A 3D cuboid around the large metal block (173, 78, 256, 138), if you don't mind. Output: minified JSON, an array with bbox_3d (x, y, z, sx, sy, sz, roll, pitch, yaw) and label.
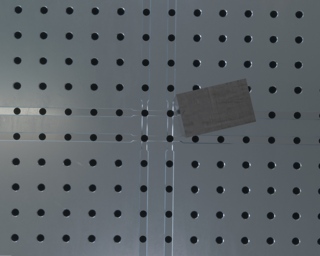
[{"bbox_3d":[0.063,-0.023,0.386,0.080,0.080,0.050,-13,90,0],"label":"large metal block"}]
